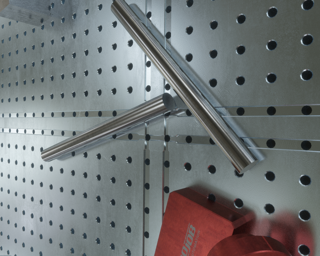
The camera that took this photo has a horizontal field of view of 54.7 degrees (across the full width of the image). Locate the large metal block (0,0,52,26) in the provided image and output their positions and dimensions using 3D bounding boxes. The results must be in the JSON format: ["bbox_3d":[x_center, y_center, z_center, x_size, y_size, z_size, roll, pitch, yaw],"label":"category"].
[{"bbox_3d":[-0.257,-0.248,0.582,0.050,0.081,0.080,-13,82,39],"label":"large metal block"}]

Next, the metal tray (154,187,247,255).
[{"bbox_3d":[0.041,0.149,0.371,0.090,0.030,0.129,21,103,37],"label":"metal tray"}]

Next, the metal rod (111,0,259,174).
[{"bbox_3d":[0.017,-0.069,0.393,0.025,0.025,0.299,-50,61,28],"label":"metal rod"}]

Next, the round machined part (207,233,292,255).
[{"bbox_3d":[0.083,0.145,0.305,0.042,0.099,0.097,-117,45,-66],"label":"round machined part"}]

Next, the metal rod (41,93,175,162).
[{"bbox_3d":[-0.100,0.009,0.488,0.299,0.025,0.025,-21,77,37],"label":"metal rod"}]
